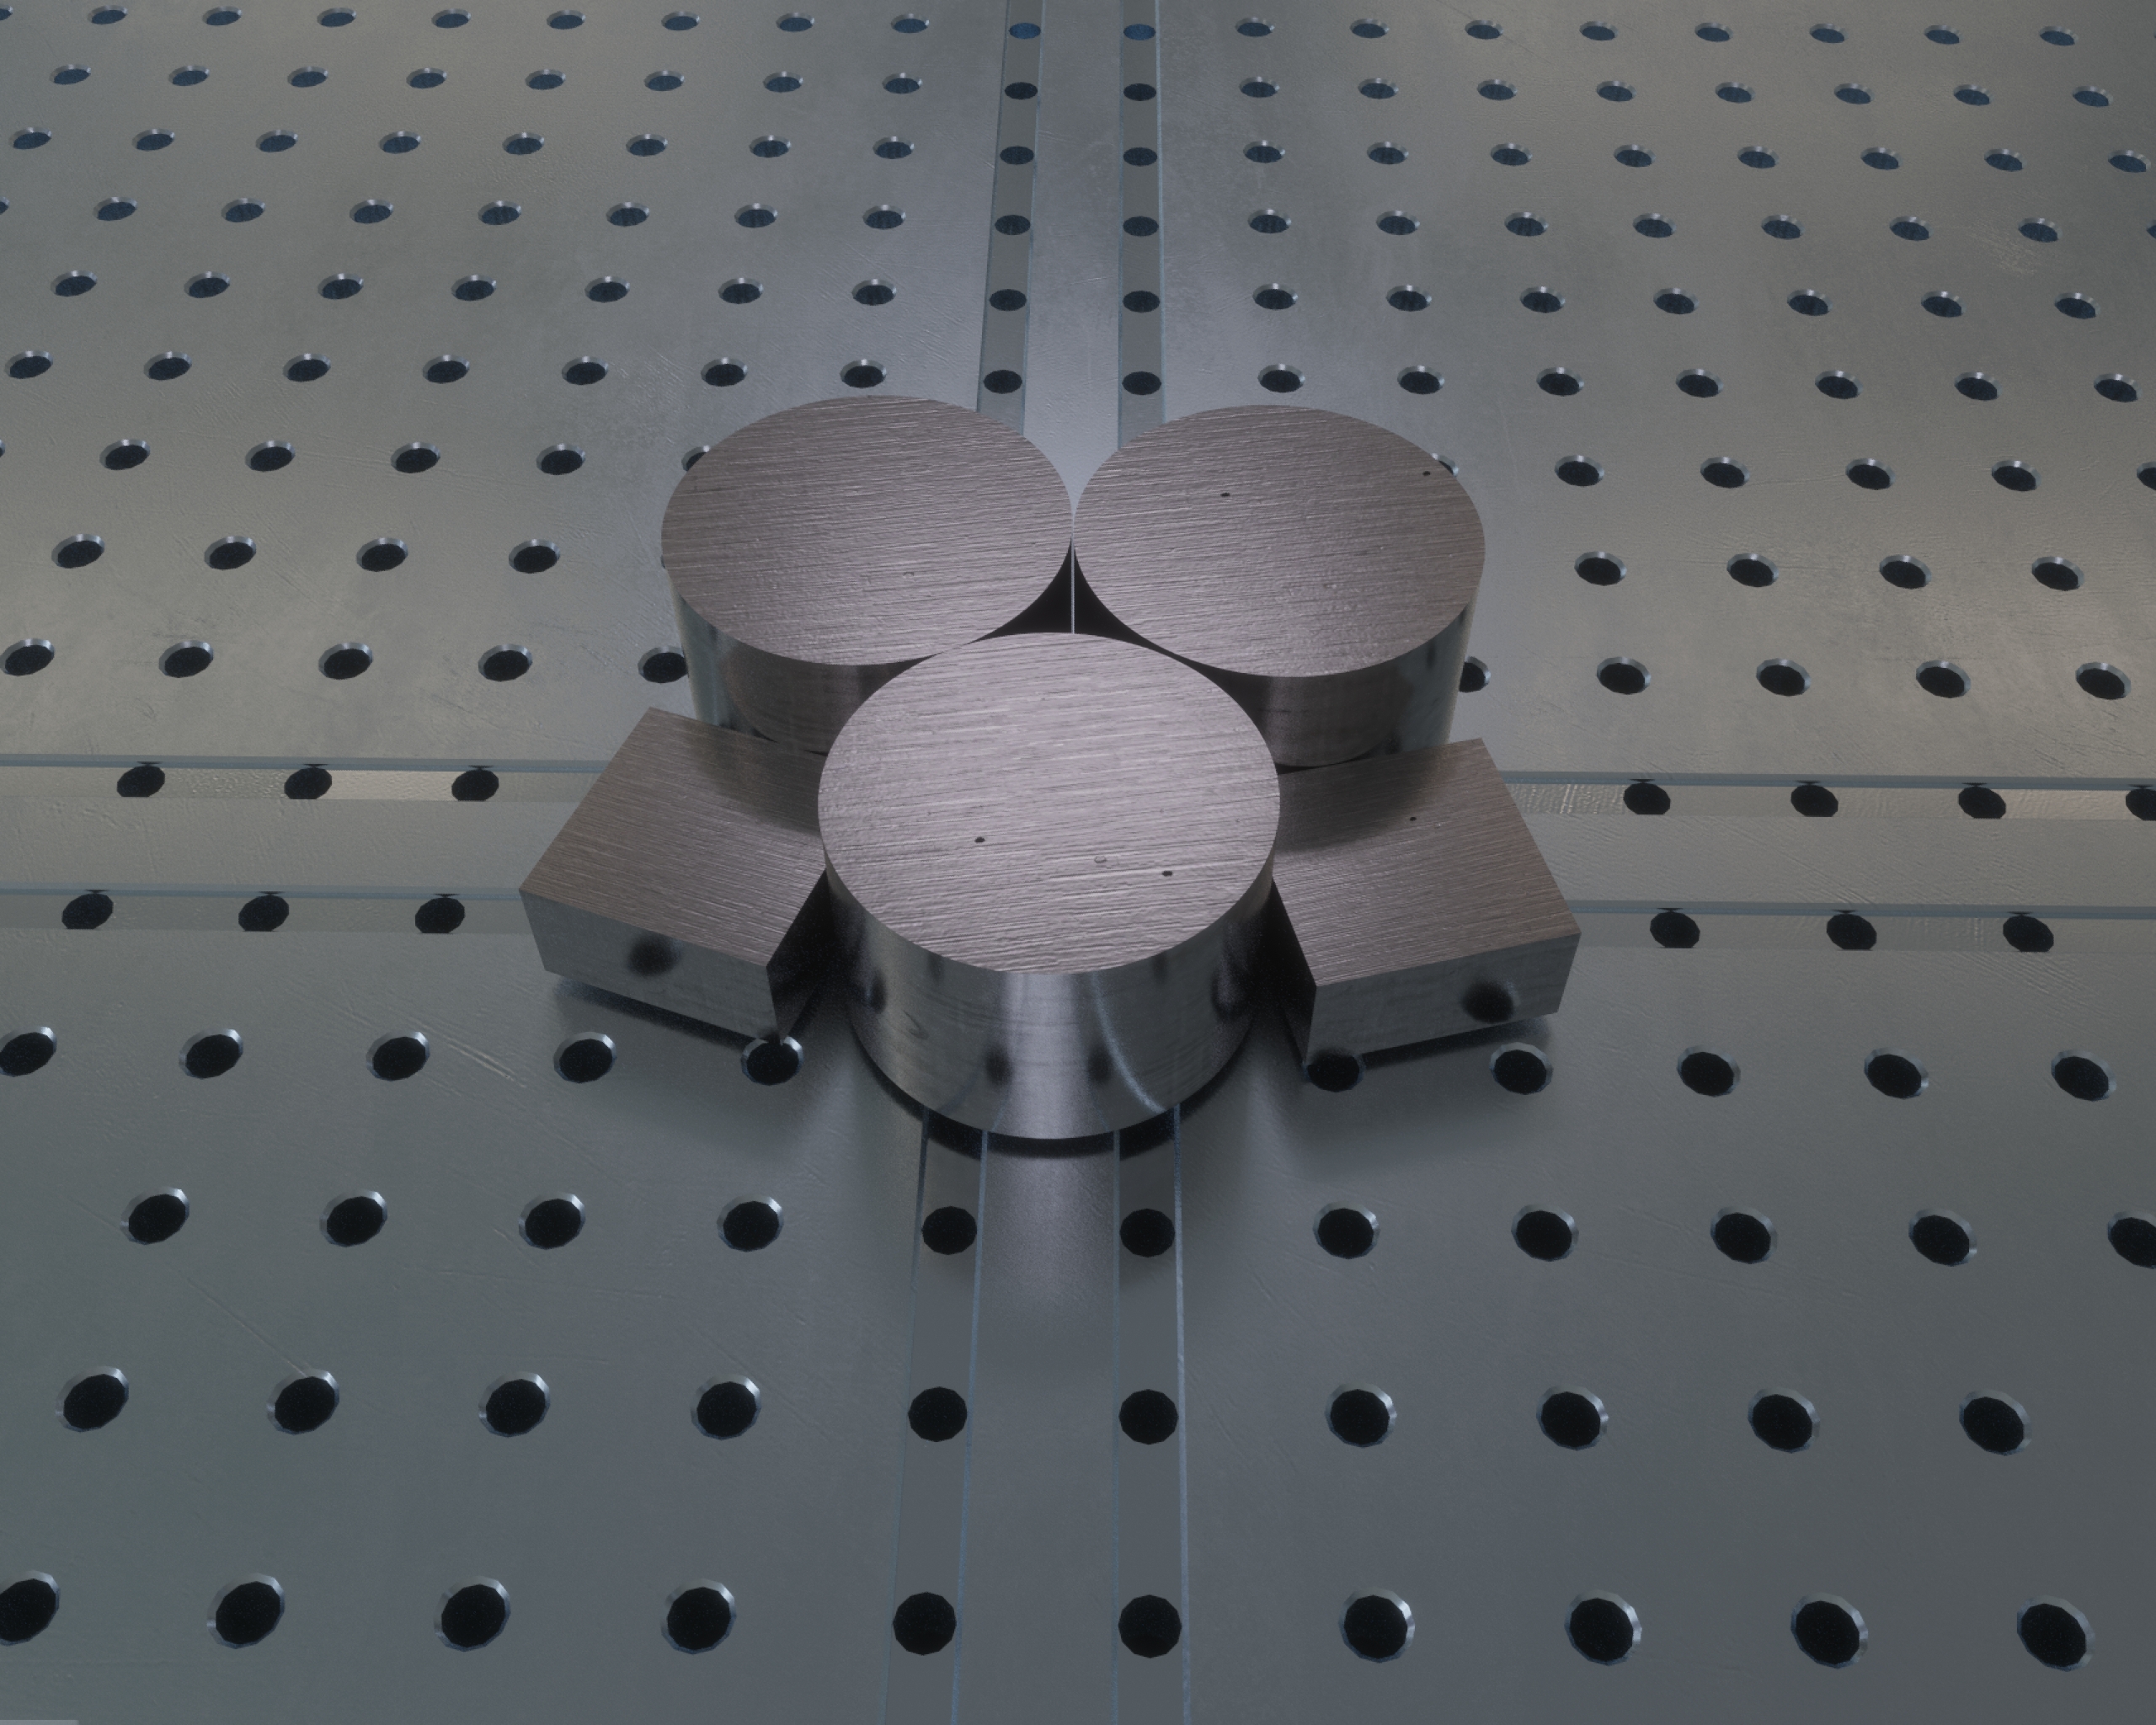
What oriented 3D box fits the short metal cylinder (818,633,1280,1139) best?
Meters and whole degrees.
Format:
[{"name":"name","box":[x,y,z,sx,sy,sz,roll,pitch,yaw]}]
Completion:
[{"name":"short metal cylinder","box":[-0.005,0.003,0.384,0.081,0.050,0.080,0,50,0]}]

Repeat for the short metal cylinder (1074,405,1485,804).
[{"name":"short metal cylinder","box":[0.039,-0.049,0.428,0.081,0.050,0.080,0,50,0]}]

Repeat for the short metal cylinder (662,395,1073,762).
[{"name":"short metal cylinder","box":[-0.041,-0.051,0.429,0.081,0.050,0.080,0,50,0]}]

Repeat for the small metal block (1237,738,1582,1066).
[{"name":"small metal block","box":[0.061,0.007,0.398,0.050,0.025,0.050,-11,51,-9]}]

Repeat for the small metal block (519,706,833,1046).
[{"name":"small metal block","box":[-0.070,0.002,0.401,0.050,0.025,0.050,16,52,13]}]
